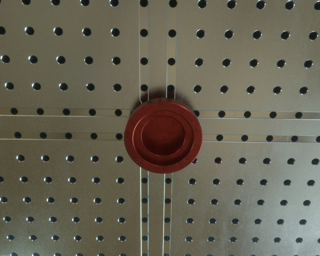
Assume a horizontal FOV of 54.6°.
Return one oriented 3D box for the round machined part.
[{"bbox_3d":[0.004,0.007,0.407,0.099,0.042,0.097,0,110,0],"label":"round machined part"}]
